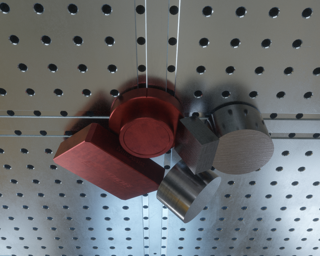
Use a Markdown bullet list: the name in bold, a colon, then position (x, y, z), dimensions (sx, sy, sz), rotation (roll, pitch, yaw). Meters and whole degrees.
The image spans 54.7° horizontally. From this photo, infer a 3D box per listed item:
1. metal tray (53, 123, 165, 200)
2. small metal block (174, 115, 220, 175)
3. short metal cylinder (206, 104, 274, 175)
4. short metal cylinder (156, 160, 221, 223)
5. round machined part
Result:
- **metal tray**: position (-0.069, 0.053, 0.433), dimensions (0.130, 0.030, 0.090), rotation (37, 136, -28)
- **small metal block**: position (0.044, 0.020, 0.384), dimensions (0.025, 0.050, 0.050), rotation (-15, 134, -25)
- **short metal cylinder**: position (0.101, 0.016, 0.405), dimensions (0.081, 0.050, 0.079), rotation (0, 130, 0)
- **short metal cylinder**: position (0.041, 0.086, 0.436), dimensions (0.050, 0.081, 0.079), rotation (37, 135, 26)
- **round machined part**: position (-0.016, 0.001, 0.395), dimensions (0.099, 0.042, 0.097), rotation (0, 130, 0)
